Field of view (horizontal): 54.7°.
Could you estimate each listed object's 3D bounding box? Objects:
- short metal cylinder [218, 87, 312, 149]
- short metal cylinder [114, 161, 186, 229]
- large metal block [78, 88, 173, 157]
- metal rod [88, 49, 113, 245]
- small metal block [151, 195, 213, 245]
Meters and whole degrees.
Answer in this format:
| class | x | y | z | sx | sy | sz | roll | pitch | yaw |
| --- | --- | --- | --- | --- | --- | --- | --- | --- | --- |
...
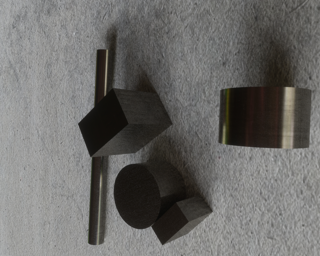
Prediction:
| class | x | y | z | sx | sy | sz | roll | pitch | yaw |
| --- | --- | --- | --- | --- | --- | --- | --- | --- | --- |
| short metal cylinder | 0.096 | -0.010 | 0.290 | 0.080 | 0.081 | 0.050 | 3 | 92 | 40 |
| short metal cylinder | -0.014 | 0.084 | 0.400 | 0.080 | 0.050 | 0.079 | 0 | 90 | 40 |
| large metal block | -0.045 | -0.005 | 0.407 | 0.080 | 0.081 | 0.050 | -39 | 67 | 33 |
| metal rod | -0.093 | 0.031 | 0.481 | 0.025 | 0.025 | 0.298 | 5 | 93 | 40 |
| small metal block | 0.026 | 0.108 | 0.367 | 0.050 | 0.050 | 0.025 | -51 | 60 | 28 |
